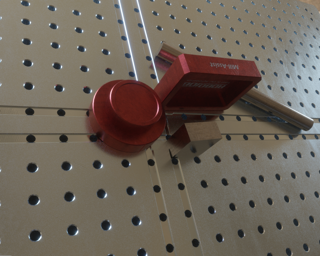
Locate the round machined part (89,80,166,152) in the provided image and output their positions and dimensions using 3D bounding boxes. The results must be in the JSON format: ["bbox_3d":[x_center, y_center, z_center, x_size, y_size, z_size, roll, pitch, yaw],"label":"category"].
[{"bbox_3d":[-0.036,-0.022,0.392,0.099,0.042,0.098,14,56,-21],"label":"round machined part"}]

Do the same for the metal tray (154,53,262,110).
[{"bbox_3d":[0.066,-0.060,0.440,0.131,0.090,0.030,-2,63,-30],"label":"metal tray"}]

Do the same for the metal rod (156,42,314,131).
[{"bbox_3d":[0.133,-0.065,0.522,0.302,0.025,0.025,24,53,-14],"label":"metal rod"}]

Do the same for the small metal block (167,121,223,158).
[{"bbox_3d":[0.045,0.015,0.409,0.050,0.050,0.025,-4,64,-30],"label":"small metal block"}]
